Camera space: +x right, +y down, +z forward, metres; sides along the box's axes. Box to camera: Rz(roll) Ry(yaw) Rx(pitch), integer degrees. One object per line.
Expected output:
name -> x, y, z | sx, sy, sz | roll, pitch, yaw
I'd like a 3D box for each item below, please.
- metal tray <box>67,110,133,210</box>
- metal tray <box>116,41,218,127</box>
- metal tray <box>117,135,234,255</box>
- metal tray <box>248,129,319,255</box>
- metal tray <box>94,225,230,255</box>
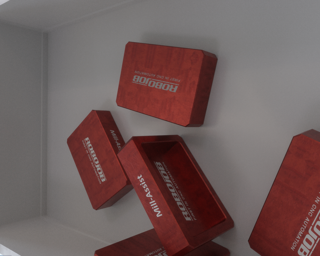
metal tray -> -0.090, 0.048, 0.478 | 0.090, 0.030, 0.130 | -42, 65, 32
metal tray -> 0.003, -0.059, 0.401 | 0.130, 0.030, 0.089 | 19, 102, 38
metal tray -> 0.018, 0.069, 0.349 | 0.030, 0.091, 0.130 | -45, 63, 31
metal tray -> 0.143, 0.077, 0.273 | 0.090, 0.030, 0.129 | 31, 118, 35
metal tray -> 0.005, 0.147, 0.334 | 0.090, 0.131, 0.030 | 14, 99, 39
